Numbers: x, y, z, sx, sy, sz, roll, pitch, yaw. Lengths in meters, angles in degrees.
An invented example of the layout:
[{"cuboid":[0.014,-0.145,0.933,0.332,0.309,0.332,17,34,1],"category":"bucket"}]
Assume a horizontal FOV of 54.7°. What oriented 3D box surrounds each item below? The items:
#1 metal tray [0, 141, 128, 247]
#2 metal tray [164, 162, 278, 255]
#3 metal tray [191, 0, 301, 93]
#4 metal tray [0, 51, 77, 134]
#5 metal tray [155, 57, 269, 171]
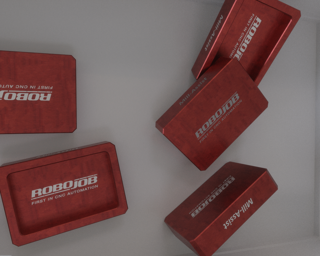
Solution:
[{"cuboid":[-0.111,0.073,0.366,0.131,0.030,0.089,-13,94,-20],"category":"metal tray"},{"cuboid":[0.076,0.100,0.404,0.131,0.090,0.030,-38,103,-16],"category":"metal tray"},{"cuboid":[0.110,-0.111,0.411,0.091,0.030,0.129,14,120,-20],"category":"metal tray"},{"cuboid":[-0.163,-0.038,0.348,0.131,0.030,0.089,-1,90,-20],"category":"metal tray"},{"cuboid":[0.070,-0.018,0.409,0.130,0.030,0.090,-45,117,-1],"category":"metal tray"}]
